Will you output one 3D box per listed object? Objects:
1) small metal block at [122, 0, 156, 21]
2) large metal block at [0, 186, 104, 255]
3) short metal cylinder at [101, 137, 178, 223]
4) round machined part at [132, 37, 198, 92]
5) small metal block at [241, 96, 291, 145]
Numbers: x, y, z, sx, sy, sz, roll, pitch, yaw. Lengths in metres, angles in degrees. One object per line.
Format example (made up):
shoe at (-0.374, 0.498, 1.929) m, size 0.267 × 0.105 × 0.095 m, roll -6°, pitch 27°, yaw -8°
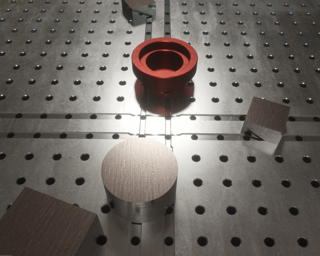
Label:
small metal block at (-0.042, -0.240, 0.609) m, size 0.050 × 0.025 × 0.050 m, roll -23°, pitch 54°, yaw -19°
large metal block at (-0.111, 0.114, 0.294) m, size 0.080 × 0.050 × 0.080 m, roll 17°, pitch 52°, yaw 13°
short metal cylinder at (-0.021, 0.057, 0.343) m, size 0.081 × 0.050 × 0.080 m, roll 0°, pitch 50°, yaw 0°
round machined part at (0.007, -0.094, 0.475) m, size 0.099 × 0.042 × 0.098 m, roll 0°, pitch 50°, yaw 0°
small metal block at (0.143, -0.011, 0.419) m, size 0.050 × 0.025 × 0.050 m, roll 20°, pitch 53°, yaw 15°
